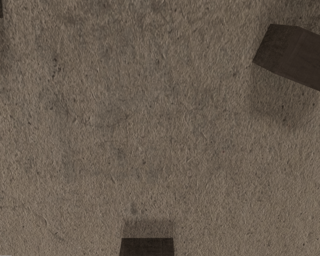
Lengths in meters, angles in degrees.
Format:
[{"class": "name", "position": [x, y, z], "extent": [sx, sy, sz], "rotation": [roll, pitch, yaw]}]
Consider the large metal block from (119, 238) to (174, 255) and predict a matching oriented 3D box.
[{"class": "large metal block", "position": [-0.019, 0.219, 0.477], "extent": [0.081, 0.050, 0.079], "rotation": [0, 110, -1]}]

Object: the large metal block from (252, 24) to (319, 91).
[{"class": "large metal block", "position": [0.164, -0.079, 0.354], "extent": [0.080, 0.080, 0.050], "rotation": [19, 109, -7]}]

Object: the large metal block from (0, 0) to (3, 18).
[{"class": "large metal block", "position": [-0.226, -0.144, 0.324], "extent": [0.081, 0.080, 0.050], "rotation": [3, 110, -2]}]
